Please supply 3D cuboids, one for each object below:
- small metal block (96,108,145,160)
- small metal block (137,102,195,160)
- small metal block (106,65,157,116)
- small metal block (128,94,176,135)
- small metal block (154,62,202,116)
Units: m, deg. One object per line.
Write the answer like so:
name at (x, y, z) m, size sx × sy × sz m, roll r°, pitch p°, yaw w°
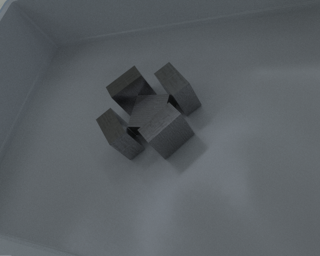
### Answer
small metal block at (-0.052, 0.008, 0.410) m, size 0.025 × 0.050 × 0.050 m, roll -39°, pitch 51°, yaw 3°
small metal block at (0.009, 0.005, 0.379) m, size 0.050 × 0.050 × 0.025 m, roll -42°, pitch 52°, yaw -1°
small metal block at (-0.039, -0.052, 0.439) m, size 0.050 × 0.050 × 0.025 m, roll -37°, pitch 50°, yaw 5°
small metal block at (-0.010, -0.017, 0.419) m, size 0.050 × 0.025 × 0.050 m, roll 1°, pitch 62°, yaw 28°
small metal block at (0.024, -0.050, 0.405) m, size 0.025 × 0.050 × 0.050 m, roll -38°, pitch 52°, yaw 2°
